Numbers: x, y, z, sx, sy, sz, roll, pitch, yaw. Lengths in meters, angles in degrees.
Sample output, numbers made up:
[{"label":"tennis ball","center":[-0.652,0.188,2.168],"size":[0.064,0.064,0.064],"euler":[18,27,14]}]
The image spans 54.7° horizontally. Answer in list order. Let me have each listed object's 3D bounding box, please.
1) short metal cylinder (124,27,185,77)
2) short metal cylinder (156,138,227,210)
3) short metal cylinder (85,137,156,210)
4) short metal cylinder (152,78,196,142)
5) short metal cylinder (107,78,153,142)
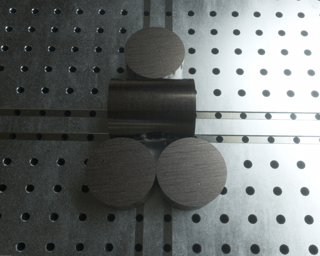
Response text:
[{"label":"short metal cylinder","center":[-0.007,-0.093,0.432],"size":[0.081,0.050,0.080],"euler":[0,70,0]},{"label":"short metal cylinder","center":[0.036,0.057,0.376],"size":[0.081,0.050,0.080],"euler":[0,70,0]},{"label":"short metal cylinder","center":[-0.045,0.057,0.376],"size":[0.081,0.050,0.080],"euler":[0,70,0]},{"label":"short metal cylinder","center":[0.016,-0.022,0.392],"size":[0.050,0.080,0.080],"euler":[0,70,0]},{"label":"short metal cylinder","center":[-0.035,-0.023,0.391],"size":[0.050,0.080,0.080],"euler":[0,70,0]}]
